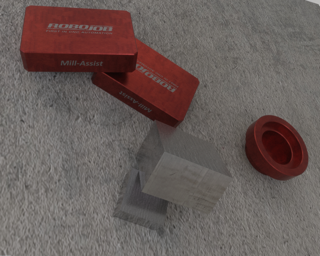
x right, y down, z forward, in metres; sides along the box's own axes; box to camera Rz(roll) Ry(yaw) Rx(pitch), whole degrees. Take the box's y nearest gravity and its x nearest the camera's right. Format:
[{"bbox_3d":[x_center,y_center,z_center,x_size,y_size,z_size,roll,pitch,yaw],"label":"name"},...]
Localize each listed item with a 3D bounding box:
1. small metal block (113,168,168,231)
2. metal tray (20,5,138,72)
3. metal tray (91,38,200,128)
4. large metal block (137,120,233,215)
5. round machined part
[{"bbox_3d":[-0.019,0.080,0.345,0.050,0.025,0.050,24,53,-14],"label":"small metal block"},{"bbox_3d":[-0.099,-0.112,0.388,0.131,0.030,0.090,-2,54,-14],"label":"metal tray"},{"bbox_3d":[-0.016,-0.066,0.432,0.130,0.030,0.090,32,52,-8],"label":"metal tray"},{"bbox_3d":[0.023,0.042,0.350,0.080,0.050,0.080,23,19,-17],"label":"large metal block"},{"bbox_3d":[0.168,0.033,0.463,0.099,0.042,0.098,14,56,-21],"label":"round machined part"}]
